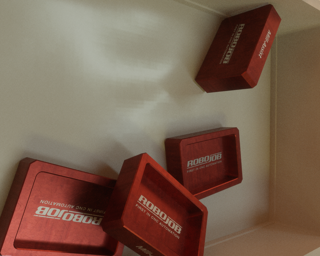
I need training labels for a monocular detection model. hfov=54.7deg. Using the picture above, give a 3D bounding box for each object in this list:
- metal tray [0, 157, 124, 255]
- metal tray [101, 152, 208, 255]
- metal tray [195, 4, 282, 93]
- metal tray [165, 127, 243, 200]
[{"bbox_3d":[-0.091,0.090,0.326,0.131,0.030,0.090,23,75,-38],"label":"metal tray"},{"bbox_3d":[0.002,0.101,0.350,0.130,0.030,0.090,45,39,-28],"label":"metal tray"},{"bbox_3d":[0.115,-0.116,0.460,0.030,0.090,0.130,39,66,-33],"label":"metal tray"},{"bbox_3d":[0.069,0.051,0.461,0.131,0.030,0.089,-10,96,-40],"label":"metal tray"}]
